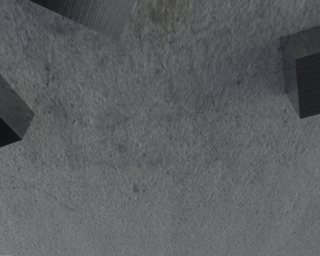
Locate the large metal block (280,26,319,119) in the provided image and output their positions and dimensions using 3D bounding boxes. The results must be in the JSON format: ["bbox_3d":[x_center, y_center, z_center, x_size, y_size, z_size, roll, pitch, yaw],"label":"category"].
[{"bbox_3d":[0.184,-0.065,0.338,0.080,0.050,0.080,-15,129,12],"label":"large metal block"}]

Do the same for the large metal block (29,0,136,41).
[{"bbox_3d":[-0.057,-0.138,0.272,0.080,0.050,0.080,21,127,-18],"label":"large metal block"}]

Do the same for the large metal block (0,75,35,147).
[{"bbox_3d":[-0.216,-0.018,0.372,0.080,0.050,0.080,-18,128,14],"label":"large metal block"}]
